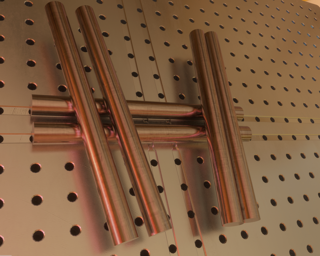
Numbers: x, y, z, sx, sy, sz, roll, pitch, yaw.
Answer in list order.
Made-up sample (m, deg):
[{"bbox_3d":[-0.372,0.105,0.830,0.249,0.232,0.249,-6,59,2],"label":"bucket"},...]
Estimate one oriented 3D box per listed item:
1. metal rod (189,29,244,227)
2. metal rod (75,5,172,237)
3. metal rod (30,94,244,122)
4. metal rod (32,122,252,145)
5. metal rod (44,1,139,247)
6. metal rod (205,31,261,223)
[{"bbox_3d":[0.071,-0.020,0.427,0.025,0.025,0.299,9,58,-24],"label":"metal rod"},{"bbox_3d":[-0.050,-0.025,0.364,0.025,0.025,0.299,-8,66,-32],"label":"metal rod"},{"bbox_3d":[-0.010,-0.023,0.417,0.302,0.025,0.025,1,62,-28],"label":"metal rod"},{"bbox_3d":[-0.002,0.007,0.403,0.302,0.025,0.025,1,62,-28],"label":"metal rod"},{"bbox_3d":[-0.083,-0.022,0.345,0.025,0.025,0.299,-8,66,-32],"label":"metal rod"},{"bbox_3d":[0.094,-0.021,0.440,0.025,0.025,0.299,9,58,-24],"label":"metal rod"}]
